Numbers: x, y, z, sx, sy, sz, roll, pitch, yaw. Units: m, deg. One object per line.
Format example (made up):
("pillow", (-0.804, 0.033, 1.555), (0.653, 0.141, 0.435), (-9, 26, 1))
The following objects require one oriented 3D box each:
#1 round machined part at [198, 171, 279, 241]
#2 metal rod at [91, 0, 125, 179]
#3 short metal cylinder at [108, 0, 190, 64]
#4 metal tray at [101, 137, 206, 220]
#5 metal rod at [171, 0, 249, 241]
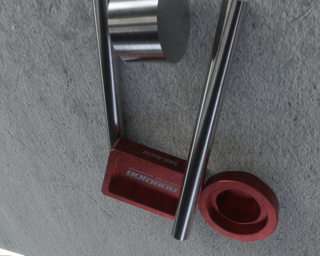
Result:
("round machined part", (0.103, 0.095, 0.401), (0.098, 0.042, 0.097), (13, 124, 21))
("metal rod", (-0.064, -0.054, 0.407), (0.025, 0.025, 0.298), (13, 124, 21))
("short metal cylinder", (-0.008, -0.106, 0.310), (0.050, 0.080, 0.079), (6, 121, 25))
("metal tray", (-0.011, 0.075, 0.437), (0.131, 0.030, 0.089), (20, 124, 3))
("metal rod", (0.050, 0.011, 0.358), (0.025, 0.025, 0.298), (18, 117, 17))
